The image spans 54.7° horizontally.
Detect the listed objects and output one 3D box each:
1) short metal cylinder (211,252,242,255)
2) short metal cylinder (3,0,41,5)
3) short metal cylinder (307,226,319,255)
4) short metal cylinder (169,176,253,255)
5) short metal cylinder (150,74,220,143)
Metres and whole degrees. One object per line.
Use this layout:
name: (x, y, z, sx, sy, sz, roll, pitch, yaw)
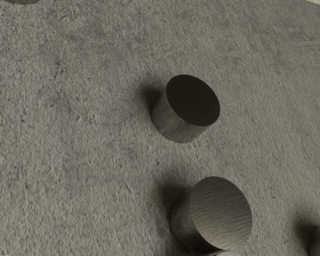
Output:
short metal cylinder: (0.062, 0.173, 0.315, 0.081, 0.050, 0.080, 14, 56, -21)
short metal cylinder: (-0.193, -0.214, 0.414, 0.081, 0.050, 0.080, 14, 56, -21)
short metal cylinder: (0.250, 0.169, 0.419, 0.081, 0.050, 0.080, 14, 56, -21)
short metal cylinder: (0.057, 0.102, 0.356, 0.081, 0.050, 0.080, 14, 56, -21)
short metal cylinder: (0.034, -0.026, 0.421, 0.081, 0.050, 0.080, 14, 56, -21)
